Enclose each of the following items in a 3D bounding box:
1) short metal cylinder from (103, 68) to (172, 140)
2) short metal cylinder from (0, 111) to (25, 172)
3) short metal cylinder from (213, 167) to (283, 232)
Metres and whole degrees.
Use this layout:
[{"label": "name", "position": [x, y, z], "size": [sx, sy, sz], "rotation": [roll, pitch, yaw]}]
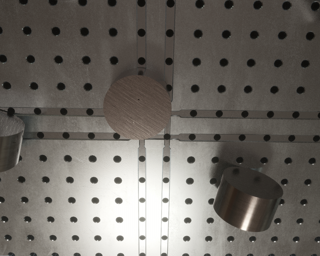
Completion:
[{"label": "short metal cylinder", "position": [-0.027, -0.031, 0.388], "size": [0.081, 0.050, 0.079], "rotation": [0, 110, -1]}, {"label": "short metal cylinder", "position": [-0.216, 0.014, 0.386], "size": [0.080, 0.080, 0.050], "rotation": [16, 109, -6]}, {"label": "short metal cylinder", "position": [0.118, 0.094, 0.421], "size": [0.081, 0.080, 0.050], "rotation": [11, 110, -5]}]
